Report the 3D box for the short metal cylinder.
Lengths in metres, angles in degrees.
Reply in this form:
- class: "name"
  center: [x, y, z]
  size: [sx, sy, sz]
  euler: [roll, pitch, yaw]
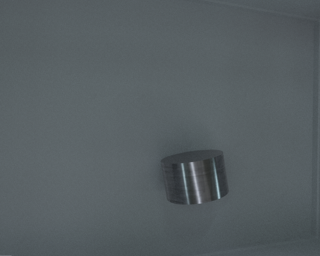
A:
- class: "short metal cylinder"
  center: [0.045, 0.061, 0.399]
  size: [0.081, 0.080, 0.050]
  euler: [-10, 94, -20]
